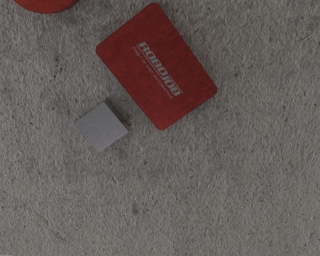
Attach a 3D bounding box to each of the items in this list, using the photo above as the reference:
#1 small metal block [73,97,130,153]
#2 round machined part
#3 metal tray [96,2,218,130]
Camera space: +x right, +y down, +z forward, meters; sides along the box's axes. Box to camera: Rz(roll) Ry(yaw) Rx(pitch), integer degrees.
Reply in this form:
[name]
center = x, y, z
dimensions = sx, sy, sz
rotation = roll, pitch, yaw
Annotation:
[small metal block]
center = -0.075, -0.004, 0.408
dimensions = 0.050, 0.025, 0.050
rotation = -34, 107, 11
[round machined part]
center = -0.130, -0.176, 0.335
dimensions = 0.099, 0.042, 0.097
rotation = 0, 110, 0
[metal tray]
center = -0.002, -0.073, 0.380
dimensions = 0.090, 0.030, 0.130
rotation = -35, 107, 12
